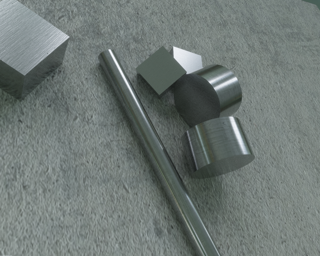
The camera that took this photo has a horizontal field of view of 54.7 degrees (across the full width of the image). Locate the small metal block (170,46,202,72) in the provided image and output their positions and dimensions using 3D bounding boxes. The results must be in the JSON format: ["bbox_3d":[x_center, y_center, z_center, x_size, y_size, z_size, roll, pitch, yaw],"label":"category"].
[{"bbox_3d":[0.038,-0.094,0.484,0.050,0.025,0.050,13,56,-22],"label":"small metal block"}]

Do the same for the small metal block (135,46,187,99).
[{"bbox_3d":[0.002,-0.078,0.439,0.050,0.025,0.050,-41,85,-4],"label":"small metal block"}]

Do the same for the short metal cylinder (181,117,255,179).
[{"bbox_3d":[0.072,0.027,0.393,0.081,0.080,0.050,-2,63,-29],"label":"short metal cylinder"}]

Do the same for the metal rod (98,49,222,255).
[{"bbox_3d":[-0.006,0.027,0.385,0.025,0.025,0.299,-16,70,-35],"label":"metal rod"}]

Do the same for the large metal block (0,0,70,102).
[{"bbox_3d":[-0.166,-0.091,0.355,0.080,0.050,0.080,34,51,-6],"label":"large metal block"}]

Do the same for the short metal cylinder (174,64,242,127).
[{"bbox_3d":[0.066,-0.044,0.433,0.050,0.080,0.080,-28,78,-37],"label":"short metal cylinder"}]
